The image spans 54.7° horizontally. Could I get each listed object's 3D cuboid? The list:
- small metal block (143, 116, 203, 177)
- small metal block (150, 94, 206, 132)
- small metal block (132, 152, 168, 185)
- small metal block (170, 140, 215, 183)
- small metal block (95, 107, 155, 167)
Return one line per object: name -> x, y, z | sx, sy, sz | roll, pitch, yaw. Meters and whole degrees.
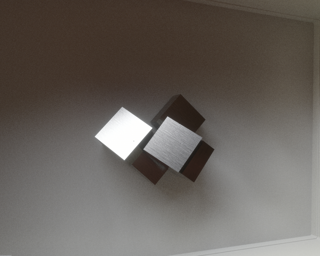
small metal block -> 0.017, 0.022, 0.377 | 0.050, 0.025, 0.050 | 32, 77, 17
small metal block -> 0.024, -0.010, 0.419 | 0.050, 0.025, 0.050 | 44, 76, -15
small metal block -> -0.012, 0.038, 0.405 | 0.050, 0.025, 0.050 | 44, 76, -15
small metal block -> 0.038, 0.040, 0.411 | 0.025, 0.050, 0.050 | 37, 78, -17
small metal block -> -0.042, 0.010, 0.381 | 0.050, 0.025, 0.050 | 35, 76, 22
